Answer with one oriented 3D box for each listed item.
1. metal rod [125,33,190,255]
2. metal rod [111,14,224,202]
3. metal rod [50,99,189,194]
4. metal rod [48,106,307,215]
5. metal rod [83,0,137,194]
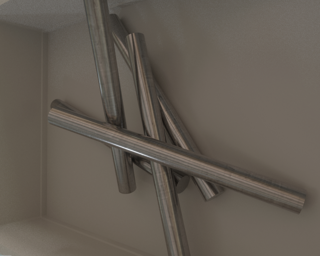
[{"bbox_3d":[-0.002,0.028,0.374,0.025,0.025,0.299,-19,78,38],"label":"metal rod"},{"bbox_3d":[-0.006,-0.042,0.411,0.025,0.025,0.299,-44,64,31],"label":"metal rod"},{"bbox_3d":[-0.079,0.015,0.472,0.300,0.025,0.025,27,107,36],"label":"metal rod"},{"bbox_3d":[0.001,0.027,0.346,0.301,0.025,0.025,18,102,19],"label":"metal rod"},{"bbox_3d":[-0.060,-0.051,0.371,0.025,0.025,0.298,15,121,39],"label":"metal rod"}]
